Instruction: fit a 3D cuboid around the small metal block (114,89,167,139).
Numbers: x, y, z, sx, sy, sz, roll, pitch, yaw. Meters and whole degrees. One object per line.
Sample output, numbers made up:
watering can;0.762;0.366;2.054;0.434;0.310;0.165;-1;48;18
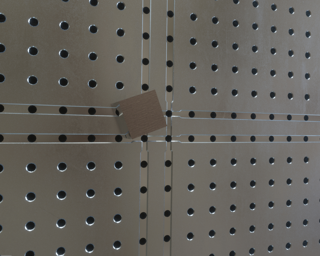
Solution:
small metal block;-0.025;-0.018;0.403;0.050;0.025;0.050;-21;97;-19
